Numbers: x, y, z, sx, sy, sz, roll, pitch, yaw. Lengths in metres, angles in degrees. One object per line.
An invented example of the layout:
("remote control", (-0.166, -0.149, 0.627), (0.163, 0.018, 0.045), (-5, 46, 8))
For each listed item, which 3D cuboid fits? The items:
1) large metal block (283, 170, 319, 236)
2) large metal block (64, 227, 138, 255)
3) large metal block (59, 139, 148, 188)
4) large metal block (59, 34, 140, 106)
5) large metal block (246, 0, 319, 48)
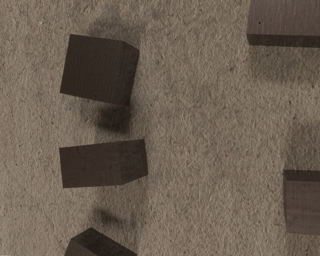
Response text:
("large metal block", (0.172, 0.074, 0.319), (0.080, 0.080, 0.050), (-1, 90, 19))
("large metal block", (-0.089, 0.198, 0.426), (0.080, 0.050, 0.080), (24, 98, 18))
("large metal block", (-0.070, 0.044, 0.403), (0.080, 0.080, 0.050), (-7, 88, 19))
("large metal block", (-0.081, -0.078, 0.423), (0.080, 0.050, 0.079), (13, 94, 19))
("large metal block", (0.144, -0.137, 0.345), (0.080, 0.050, 0.079), (8, 93, 19))
